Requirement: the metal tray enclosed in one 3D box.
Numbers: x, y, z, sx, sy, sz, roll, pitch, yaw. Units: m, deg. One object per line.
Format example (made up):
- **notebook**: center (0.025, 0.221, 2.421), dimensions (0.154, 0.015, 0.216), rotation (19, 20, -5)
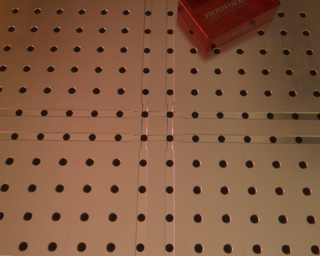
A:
- **metal tray**: center (0.104, -0.186, 0.477), dimensions (0.131, 0.030, 0.090), rotation (-29, 73, -10)
